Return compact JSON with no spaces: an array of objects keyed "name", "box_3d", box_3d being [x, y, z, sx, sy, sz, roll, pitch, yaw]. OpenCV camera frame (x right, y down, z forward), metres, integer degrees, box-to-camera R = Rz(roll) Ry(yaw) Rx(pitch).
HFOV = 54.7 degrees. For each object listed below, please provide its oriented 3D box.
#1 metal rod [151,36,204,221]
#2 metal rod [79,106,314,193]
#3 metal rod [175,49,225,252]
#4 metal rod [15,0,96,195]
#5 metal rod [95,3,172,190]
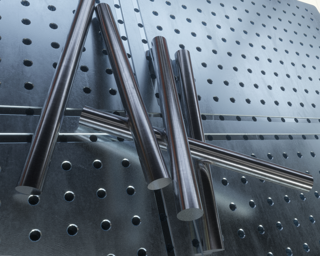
[{"name":"metal rod","box_3d":[0.013,-0.028,0.390,0.025,0.025,0.300,14,43,-21]},{"name":"metal rod","box_3d":[0.050,0.029,0.388,0.302,0.025,0.025,17,54,-7]},{"name":"metal rod","box_3d":[0.049,0.011,0.429,0.025,0.025,0.299,9,58,-24]},{"name":"metal rod","box_3d":[-0.118,-0.064,0.383,0.025,0.025,0.300,17,55,-19]},{"name":"metal rod","box_3d":[-0.044,-0.062,0.392,0.025,0.025,0.299,0,52,-29]}]
